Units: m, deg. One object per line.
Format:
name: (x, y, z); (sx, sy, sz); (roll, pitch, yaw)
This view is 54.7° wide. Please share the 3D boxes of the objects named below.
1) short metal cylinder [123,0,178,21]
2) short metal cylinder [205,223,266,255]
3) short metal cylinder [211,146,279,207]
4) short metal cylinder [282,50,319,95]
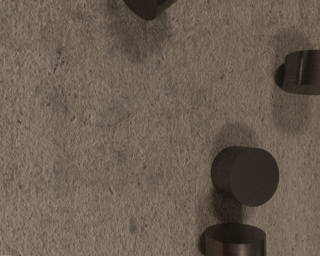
short metal cylinder: (-0.014, -0.180, 0.375); (0.050, 0.080, 0.080); (-44, 104, -15)
short metal cylinder: (0.102, 0.166, 0.419); (0.081, 0.080, 0.050); (-2, 91, -20)
short metal cylinder: (0.120, 0.067, 0.442); (0.081, 0.050, 0.079); (0, 90, -21)
short metal cylinder: (0.229, -0.081, 0.466); (0.081, 0.080, 0.050); (8, 88, -20)
